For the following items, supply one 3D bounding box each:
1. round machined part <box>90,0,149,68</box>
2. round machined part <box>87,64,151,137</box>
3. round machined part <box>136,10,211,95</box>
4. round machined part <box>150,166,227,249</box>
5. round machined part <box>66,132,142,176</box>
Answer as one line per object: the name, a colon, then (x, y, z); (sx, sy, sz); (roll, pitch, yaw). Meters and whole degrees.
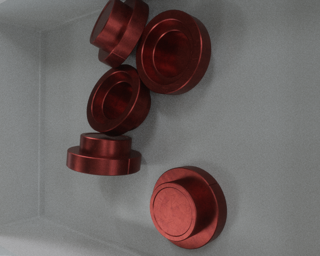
round machined part: (-0.060, -0.134, 0.416); (0.098, 0.042, 0.098); (-39, 37, 39)
round machined part: (-0.051, -0.034, 0.423); (0.098, 0.042, 0.098); (-18, 59, 33)
round machined part: (0.020, -0.089, 0.378); (0.098, 0.042, 0.097); (0, 90, 39)
round machined part: (0.027, 0.096, 0.372); (0.098, 0.042, 0.097); (0, 90, 39)
round machined part: (-0.074, 0.031, 0.418); (0.098, 0.099, 0.042); (10, 97, 39)
